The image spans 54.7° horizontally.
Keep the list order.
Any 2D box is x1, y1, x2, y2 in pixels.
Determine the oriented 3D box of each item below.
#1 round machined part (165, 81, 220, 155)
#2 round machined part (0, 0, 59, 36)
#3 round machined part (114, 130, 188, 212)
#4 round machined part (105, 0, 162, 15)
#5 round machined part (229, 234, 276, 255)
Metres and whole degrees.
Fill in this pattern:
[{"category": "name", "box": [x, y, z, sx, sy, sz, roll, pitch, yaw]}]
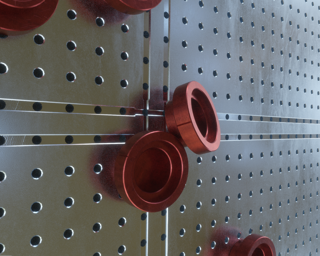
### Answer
[{"category": "round machined part", "box": [0.042, -0.011, 0.420, 0.098, 0.042, 0.098, 36, 45, -46]}, {"category": "round machined part", "box": [-0.139, -0.138, 0.282, 0.099, 0.042, 0.097, 0, 90, -40]}, {"category": "round machined part", "box": [-0.015, 0.051, 0.386, 0.099, 0.042, 0.097, -2, 93, -38]}, {"category": "round machined part", "box": [-0.041, -0.183, 0.365, 0.099, 0.042, 0.097, 0, 90, -40]}, {"category": "round machined part", "box": [0.155, 0.231, 0.532, 0.099, 0.042, 0.097, 0, 90, -40]}]
